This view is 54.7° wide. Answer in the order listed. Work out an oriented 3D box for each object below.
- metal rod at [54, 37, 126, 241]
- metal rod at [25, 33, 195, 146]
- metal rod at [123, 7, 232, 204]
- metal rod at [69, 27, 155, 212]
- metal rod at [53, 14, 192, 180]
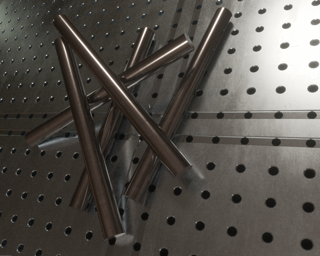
[{"bbox_3d":[-0.101,-0.003,0.417,0.025,0.025,0.299,-26,66,12],"label":"metal rod"},{"bbox_3d":[-0.086,-0.046,0.449,0.300,0.025,0.025,-27,52,22],"label":"metal rod"},{"bbox_3d":[0.031,-0.042,0.416,0.025,0.025,0.300,15,69,34],"label":"metal rod"},{"bbox_3d":[-0.063,-0.027,0.455,0.025,0.025,0.300,4,63,29],"label":"metal rod"},{"bbox_3d":[-0.061,-0.055,0.408,0.025,0.025,0.300,-40,66,1],"label":"metal rod"}]
